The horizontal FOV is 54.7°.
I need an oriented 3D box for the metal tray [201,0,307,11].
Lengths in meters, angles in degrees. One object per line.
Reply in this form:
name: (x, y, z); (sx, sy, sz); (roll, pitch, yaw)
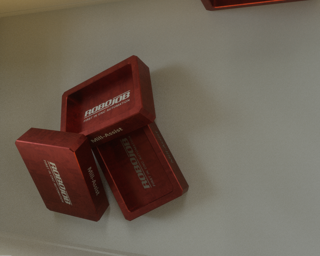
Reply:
metal tray: (0.107, -0.165, 0.338); (0.130, 0.090, 0.030); (1, 91, 20)

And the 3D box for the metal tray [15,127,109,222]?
metal tray: (-0.127, 0.064, 0.415); (0.090, 0.030, 0.129); (6, 126, 21)

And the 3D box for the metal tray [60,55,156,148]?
metal tray: (-0.072, -0.029, 0.408); (0.130, 0.030, 0.090); (-22, 57, 23)

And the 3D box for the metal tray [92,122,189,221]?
metal tray: (-0.031, 0.047, 0.418); (0.090, 0.030, 0.130); (-31, 80, 17)
